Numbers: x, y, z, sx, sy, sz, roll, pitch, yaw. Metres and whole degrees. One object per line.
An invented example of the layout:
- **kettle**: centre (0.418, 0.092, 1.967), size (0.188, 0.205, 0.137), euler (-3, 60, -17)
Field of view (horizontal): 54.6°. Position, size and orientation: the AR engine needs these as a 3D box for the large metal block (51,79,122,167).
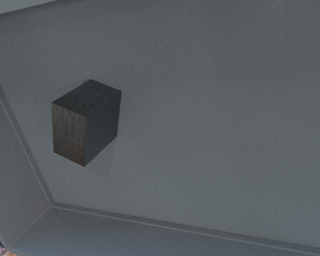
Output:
- **large metal block**: centre (-0.098, -0.009, 0.420), size (0.050, 0.080, 0.079), euler (23, 127, 15)
